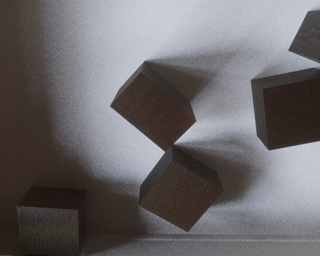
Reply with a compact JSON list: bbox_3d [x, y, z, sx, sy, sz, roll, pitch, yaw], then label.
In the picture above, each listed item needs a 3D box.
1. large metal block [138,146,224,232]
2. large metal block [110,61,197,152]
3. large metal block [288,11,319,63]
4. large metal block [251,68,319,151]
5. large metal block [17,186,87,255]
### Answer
[{"bbox_3d":[0.027,0.083,0.429,0.080,0.050,0.080,32,107,-11],"label":"large metal block"},{"bbox_3d":[-0.007,-0.029,0.371,0.080,0.080,0.050,40,105,-14],"label":"large metal block"},{"bbox_3d":[0.208,-0.092,0.350,0.080,0.080,0.050,19,109,-7],"label":"large metal block"},{"bbox_3d":[0.166,-0.025,0.390,0.080,0.050,0.080,-11,110,4],"label":"large metal block"},{"bbox_3d":[-0.152,0.134,0.446,0.081,0.050,0.079,4,110,-2],"label":"large metal block"}]
